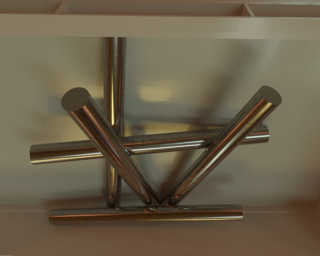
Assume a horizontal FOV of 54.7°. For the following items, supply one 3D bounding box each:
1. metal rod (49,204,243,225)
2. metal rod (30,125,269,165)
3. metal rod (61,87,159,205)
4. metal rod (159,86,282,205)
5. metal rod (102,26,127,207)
[{"bbox_3d":[-0.027,0.135,0.484,0.301,0.025,0.025,-4,130,8],"label":"metal rod"},{"bbox_3d":[-0.008,0.020,0.401,0.302,0.025,0.025,-5,131,-6],"label":"metal rod"},{"bbox_3d":[-0.042,0.049,0.389,0.025,0.025,0.299,-9,149,8],"label":"metal rod"},{"bbox_3d":[0.057,0.053,0.416,0.025,0.025,0.298,16,140,-14],"label":"metal rod"},{"bbox_3d":[-0.062,0.012,0.418,0.025,0.025,0.298,4,130,-4],"label":"metal rod"}]
